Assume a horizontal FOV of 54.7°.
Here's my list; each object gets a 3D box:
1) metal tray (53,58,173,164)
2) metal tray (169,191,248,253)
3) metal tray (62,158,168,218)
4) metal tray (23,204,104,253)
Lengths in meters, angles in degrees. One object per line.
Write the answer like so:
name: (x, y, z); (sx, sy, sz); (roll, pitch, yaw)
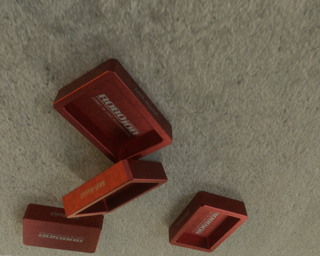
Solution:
metal tray: (-0.054, -0.013, 0.391); (0.090, 0.030, 0.130); (-26, 126, 20)
metal tray: (0.082, 0.170, 0.550); (0.091, 0.030, 0.129); (18, 128, -15)
metal tray: (-0.065, 0.089, 0.450); (0.130, 0.030, 0.090); (-33, 155, 25)
metal tray: (-0.174, 0.183, 0.557); (0.131, 0.030, 0.089); (12, 129, -11)
